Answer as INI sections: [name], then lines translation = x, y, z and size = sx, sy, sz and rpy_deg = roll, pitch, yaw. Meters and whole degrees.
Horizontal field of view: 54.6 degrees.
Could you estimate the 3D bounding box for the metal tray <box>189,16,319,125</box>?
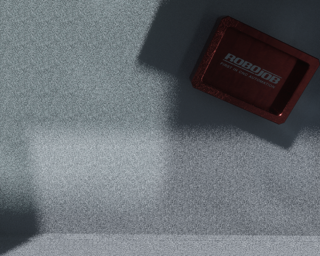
[metal tray]
translation = 0.114, -0.070, 0.383
size = 0.131, 0.030, 0.089
rpy_deg = 22, 109, -8
